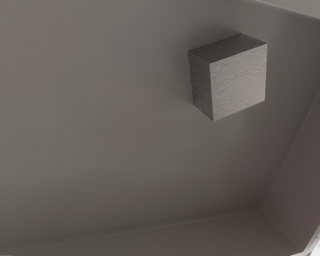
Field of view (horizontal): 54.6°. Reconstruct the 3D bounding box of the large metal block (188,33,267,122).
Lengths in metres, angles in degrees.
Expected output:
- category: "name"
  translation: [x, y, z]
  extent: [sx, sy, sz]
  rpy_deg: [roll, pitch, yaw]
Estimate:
- category: "large metal block"
  translation: [0.087, -0.066, 0.398]
  extent: [0.080, 0.050, 0.080]
  rpy_deg: [-22, 127, -15]
